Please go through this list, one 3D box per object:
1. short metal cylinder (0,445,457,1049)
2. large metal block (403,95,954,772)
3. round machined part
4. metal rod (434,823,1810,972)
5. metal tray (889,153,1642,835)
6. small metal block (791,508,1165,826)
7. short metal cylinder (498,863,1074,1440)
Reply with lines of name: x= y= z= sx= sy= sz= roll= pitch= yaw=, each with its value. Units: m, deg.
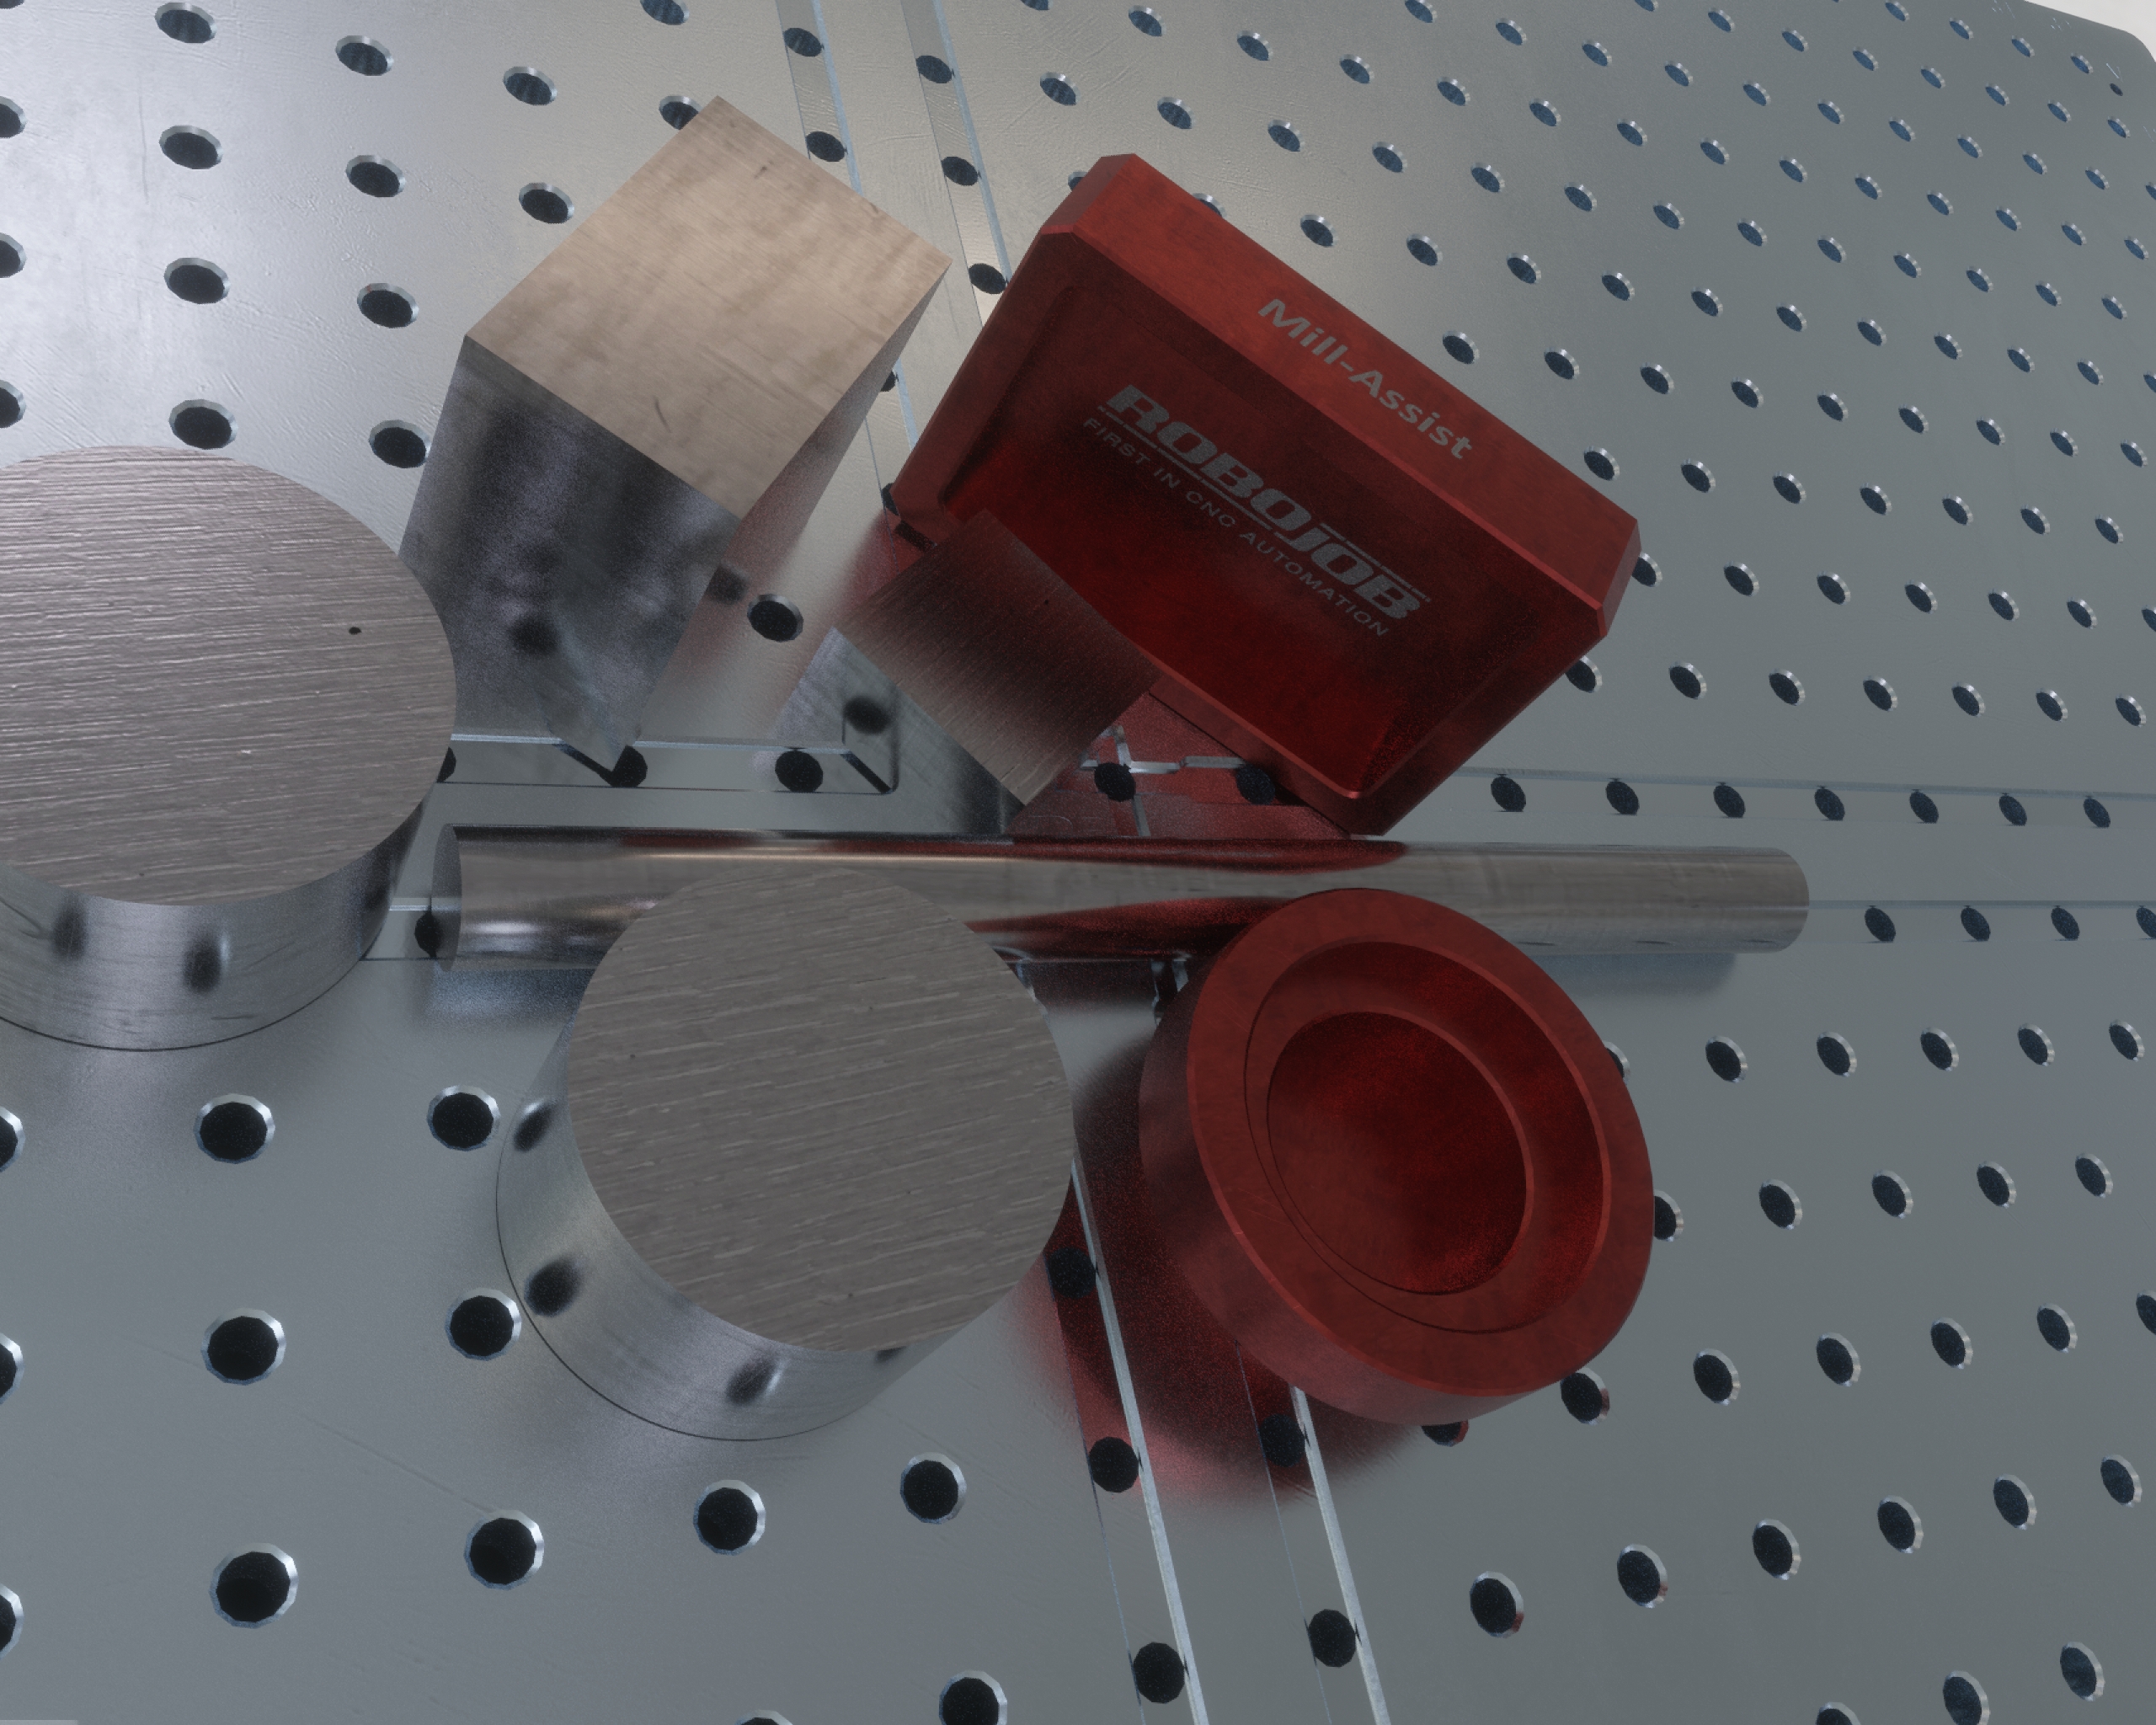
short metal cylinder: x=-0.143 y=-0.018 z=0.325 sx=0.081 sy=0.050 sz=0.080 roll=14 pitch=56 yaw=-21
large metal block: x=-0.075 y=-0.077 z=0.379 sx=0.050 sy=0.080 sz=0.080 roll=34 pitch=51 yaw=-7
round machined part: x=0.055 y=0.057 z=0.392 sx=0.099 sy=0.042 sz=0.098 roll=14 pitch=56 yaw=-21
metal rod: x=0.028 y=0.007 z=0.418 sx=0.303 sy=0.025 sz=0.025 roll=1 pitch=62 yaw=-28
metal tray: x=0.036 y=-0.070 z=0.428 sx=0.130 sy=0.090 sz=0.030 roll=35 pitch=51 yaw=-6
small metal block: x=-0.020 y=-0.036 z=0.419 sx=0.050 sy=0.025 sz=0.050 roll=43 pitch=51 yaw=1
short metal cylinder: x=-0.048 y=0.047 z=0.337 sx=0.081 sy=0.050 sz=0.080 roll=14 pitch=56 yaw=-21
